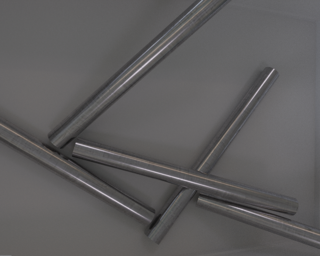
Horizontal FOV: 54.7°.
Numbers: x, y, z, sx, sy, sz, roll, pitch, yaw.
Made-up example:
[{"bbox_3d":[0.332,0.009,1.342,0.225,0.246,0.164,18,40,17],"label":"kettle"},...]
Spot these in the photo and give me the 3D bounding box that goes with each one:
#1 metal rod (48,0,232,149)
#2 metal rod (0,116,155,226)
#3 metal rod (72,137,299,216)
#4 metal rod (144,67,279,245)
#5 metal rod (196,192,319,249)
[{"bbox_3d":[-0.010,-0.080,0.345,0.300,0.025,0.025,-40,104,8],"label":"metal rod"},{"bbox_3d":[-0.132,0.034,0.361,0.301,0.025,0.025,35,79,-17],"label":"metal rod"},{"bbox_3d":[0.040,0.066,0.400,0.302,0.025,0.025,17,84,-10],"label":"metal rod"},{"bbox_3d":[0.080,0.030,0.439,0.025,0.025,0.300,42,77,-15],"label":"metal rod"},{"bbox_3d":[0.196,0.142,0.411,0.301,0.025,0.025,17,84,8],"label":"metal rod"}]
